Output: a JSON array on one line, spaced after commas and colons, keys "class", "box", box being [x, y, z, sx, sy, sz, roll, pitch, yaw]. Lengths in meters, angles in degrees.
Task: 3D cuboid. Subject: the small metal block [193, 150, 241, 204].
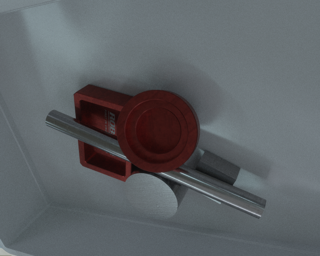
[{"class": "small metal block", "box": [0.070, 0.065, 0.409, 0.050, 0.025, 0.050, 28, 128, 10]}]

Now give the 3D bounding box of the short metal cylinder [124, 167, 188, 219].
[{"class": "short metal cylinder", "box": [-0.003, 0.082, 0.440, 0.080, 0.050, 0.079, 13, 124, 20]}]

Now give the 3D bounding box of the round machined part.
[{"class": "round machined part", "box": [0.000, 0.002, 0.380, 0.098, 0.042, 0.097, 2, 97, 14]}]

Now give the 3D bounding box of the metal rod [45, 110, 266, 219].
[{"class": "metal rod", "box": [-0.014, 0.042, 0.401, 0.301, 0.025, 0.025, 22, 127, 11]}]

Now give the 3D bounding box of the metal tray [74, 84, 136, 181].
[{"class": "metal tray", "box": [-0.073, 0.010, 0.445, 0.090, 0.030, 0.129, 17, 125, 18]}]
